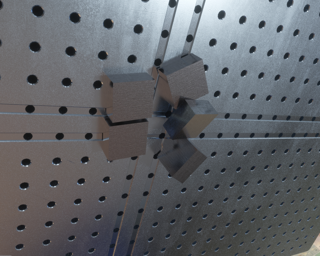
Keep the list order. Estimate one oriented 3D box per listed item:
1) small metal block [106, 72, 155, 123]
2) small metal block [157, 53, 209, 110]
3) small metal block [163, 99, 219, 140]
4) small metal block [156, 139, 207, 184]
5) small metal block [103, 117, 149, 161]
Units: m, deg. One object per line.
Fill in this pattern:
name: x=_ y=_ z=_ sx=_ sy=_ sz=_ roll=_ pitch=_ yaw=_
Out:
small metal block: x=-0.036 y=-0.037 z=0.370 sx=0.050 sy=0.025 sz=0.050 roll=-9 pitch=122 yaw=-24
small metal block: x=0.030 y=-0.059 z=0.393 sx=0.050 sy=0.025 sz=0.050 roll=-27 pitch=128 yaw=-12
small metal block: x=0.041 y=-0.011 z=0.410 sx=0.050 sy=0.025 sz=0.050 roll=-3 pitch=142 yaw=-46
small metal block: x=0.030 y=0.041 z=0.439 sx=0.050 sy=0.050 sz=0.025 roll=-47 pitch=129 yaw=5
small metal block: x=-0.045 y=0.011 z=0.395 sx=0.050 sy=0.025 sz=0.050 roll=-8 pitch=122 yaw=-25
